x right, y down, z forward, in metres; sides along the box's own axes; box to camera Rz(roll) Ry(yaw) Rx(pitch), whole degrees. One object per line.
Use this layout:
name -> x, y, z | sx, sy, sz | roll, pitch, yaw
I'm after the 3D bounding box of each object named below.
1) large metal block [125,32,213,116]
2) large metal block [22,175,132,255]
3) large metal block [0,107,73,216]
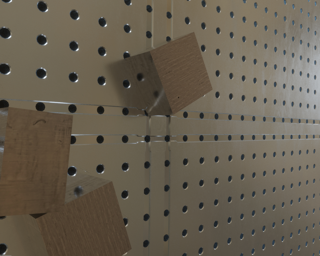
large metal block -> 0.014, -0.070, 0.403 | 0.080, 0.050, 0.080 | -33, 111, -35
large metal block -> -0.085, 0.105, 0.321 | 0.081, 0.050, 0.080 | -23, 104, -38
large metal block -> -0.121, 0.026, 0.272 | 0.050, 0.080, 0.080 | 8, 85, -40
